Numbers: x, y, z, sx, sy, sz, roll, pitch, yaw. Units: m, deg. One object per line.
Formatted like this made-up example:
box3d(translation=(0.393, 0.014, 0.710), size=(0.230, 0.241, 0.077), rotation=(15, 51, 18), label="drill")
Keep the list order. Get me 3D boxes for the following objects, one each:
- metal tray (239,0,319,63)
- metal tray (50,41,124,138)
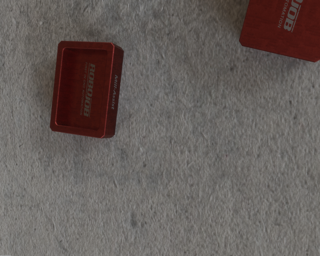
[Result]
box3d(translation=(0.147, -0.145, 0.332), size=(0.090, 0.030, 0.129), rotation=(19, 116, 18), label="metal tray")
box3d(translation=(-0.105, -0.055, 0.441), size=(0.090, 0.030, 0.129), rotation=(7, 92, 19), label="metal tray")
